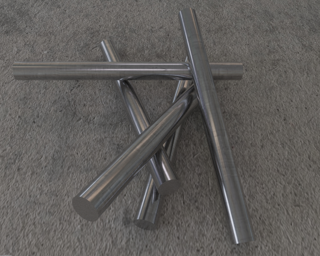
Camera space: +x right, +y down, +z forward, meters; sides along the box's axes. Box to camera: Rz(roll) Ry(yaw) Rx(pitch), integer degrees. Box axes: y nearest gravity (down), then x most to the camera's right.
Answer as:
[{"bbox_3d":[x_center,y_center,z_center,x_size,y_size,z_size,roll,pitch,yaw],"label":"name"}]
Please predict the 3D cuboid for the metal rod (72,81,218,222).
[{"bbox_3d":[0.010,-0.007,0.354,0.025,0.025,0.302,22,37,18],"label":"metal rod"}]

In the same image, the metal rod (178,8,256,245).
[{"bbox_3d":[0.060,-0.021,0.368,0.025,0.025,0.299,-7,67,-6],"label":"metal rod"}]

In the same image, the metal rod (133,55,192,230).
[{"bbox_3d":[0.020,-0.012,0.412,0.025,0.025,0.300,11,51,9],"label":"metal rod"}]

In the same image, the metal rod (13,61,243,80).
[{"bbox_3d":[-0.041,-0.077,0.419,0.302,0.025,0.025,0,50,-1],"label":"metal rod"}]

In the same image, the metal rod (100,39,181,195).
[{"bbox_3d":[-0.039,-0.038,0.416,0.025,0.025,0.300,-15,46,-12],"label":"metal rod"}]
